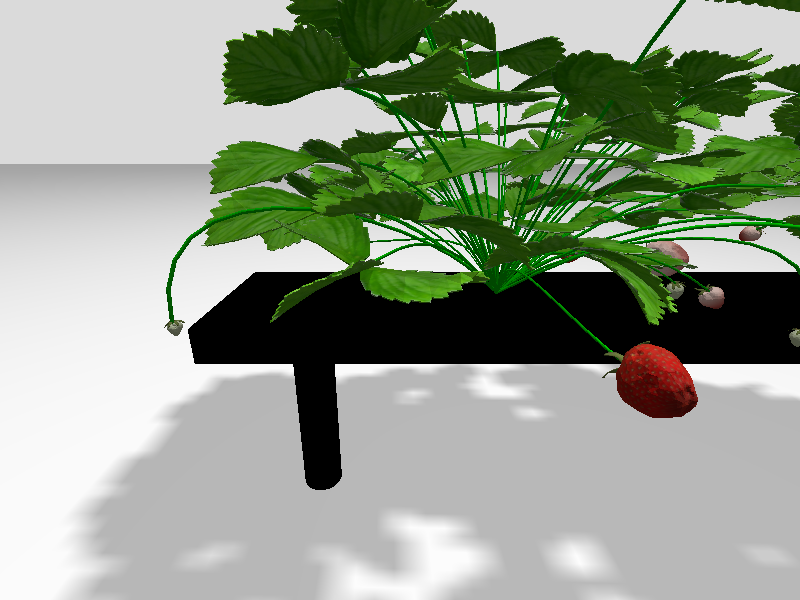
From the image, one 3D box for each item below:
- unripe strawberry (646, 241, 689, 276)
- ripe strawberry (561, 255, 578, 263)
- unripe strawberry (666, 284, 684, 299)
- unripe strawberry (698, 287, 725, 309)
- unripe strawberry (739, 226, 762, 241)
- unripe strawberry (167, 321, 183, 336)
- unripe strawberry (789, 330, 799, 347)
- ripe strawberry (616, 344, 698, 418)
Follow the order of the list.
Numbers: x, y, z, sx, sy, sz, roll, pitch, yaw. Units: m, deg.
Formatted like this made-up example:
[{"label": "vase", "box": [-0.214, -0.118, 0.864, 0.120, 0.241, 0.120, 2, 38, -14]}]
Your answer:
[{"label": "unripe strawberry", "box": [0.276, -0.043, 0.415, 0.038, 0.037, 0.042, -5, 21, -15]}, {"label": "ripe strawberry", "box": [0.201, -0.058, 0.468, 0.027, 0.028, 0.024, -18, 27, -41]}, {"label": "unripe strawberry", "box": [0.246, -0.008, 0.357, 0.013, 0.015, 0.015, -13, 19, 10]}, {"label": "unripe strawberry", "box": [0.262, -0.001, 0.335, 0.019, 0.019, 0.018, -41, 7, 23]}, {"label": "unripe strawberry", "box": [0.501, -0.094, 0.573, 0.026, 0.023, 0.026, -4, -20, -9]}, {"label": "unripe strawberry", "box": [-0.151, 0.019, 0.270, 0.010, 0.010, 0.011, -9, 22, -22]}, {"label": "unripe strawberry", "box": [0.270, 0.026, 0.271, 0.010, 0.011, 0.011, 12, 24, 28]}, {"label": "ripe strawberry", "box": [0.124, 0.041, 0.194, 0.032, 0.036, 0.034, -4, 21, -10]}]
